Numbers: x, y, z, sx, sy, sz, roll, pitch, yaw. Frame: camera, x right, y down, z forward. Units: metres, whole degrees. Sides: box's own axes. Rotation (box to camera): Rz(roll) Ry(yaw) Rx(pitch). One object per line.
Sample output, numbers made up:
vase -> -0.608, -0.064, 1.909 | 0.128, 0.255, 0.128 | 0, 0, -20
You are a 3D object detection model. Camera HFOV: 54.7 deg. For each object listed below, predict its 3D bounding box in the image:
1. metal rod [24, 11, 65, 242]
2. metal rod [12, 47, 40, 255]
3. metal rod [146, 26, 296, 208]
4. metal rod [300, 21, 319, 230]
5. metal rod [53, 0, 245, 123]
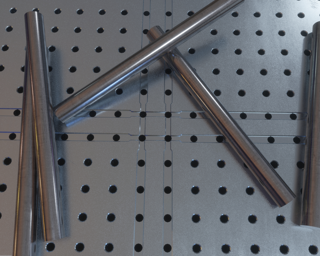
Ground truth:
metal rod -> -0.150, -0.012, 0.397 | 0.025, 0.025, 0.299 | -9, 77, -4
metal rod -> -0.169, 0.010, 0.405 | 0.025, 0.025, 0.299 | -5, 70, -2
metal rod -> 0.074, -0.027, 0.422 | 0.025, 0.025, 0.299 | -32, 73, -11
metal rod -> 0.214, -0.018, 0.420 | 0.025, 0.025, 0.299 | 12, 70, 4
metal rod -> -0.013, -0.102, 0.425 | 0.301, 0.025, 0.025 | -34, 74, -3
